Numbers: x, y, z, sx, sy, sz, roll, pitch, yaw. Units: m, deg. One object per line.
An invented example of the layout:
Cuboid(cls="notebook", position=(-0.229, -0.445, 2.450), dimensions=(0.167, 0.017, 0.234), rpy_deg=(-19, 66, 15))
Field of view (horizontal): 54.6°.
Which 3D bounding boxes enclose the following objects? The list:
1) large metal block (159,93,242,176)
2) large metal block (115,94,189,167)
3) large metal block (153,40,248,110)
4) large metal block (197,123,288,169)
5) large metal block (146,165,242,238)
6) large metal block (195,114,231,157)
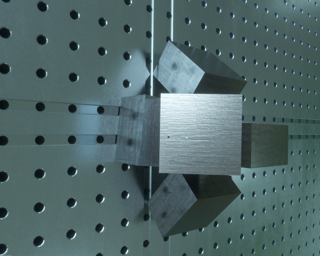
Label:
Cuboid(cls="large metal block", position=(0.042, 0.006, 0.332), dimensions=(0.080, 0.050, 0.080), rpy_deg=(1, 90, 5))
Cuboid(cls="large metal block", position=(-0.005, 0.006, 0.388), dimensions=(0.081, 0.050, 0.080), rpy_deg=(9, 85, -40))
Cuboid(cls="large metal block", position=(0.051, -0.066, 0.405), dimensions=(0.081, 0.080, 0.050), rpy_deg=(3, 127, -40))
Cuboid(cls="large metal block", position=(0.105, 0.020, 0.395), dimensions=(0.081, 0.080, 0.050), rpy_deg=(2, 89, -40))
Cuboid(cls="large metal block", position=(0.042, 0.091, 0.401), dimensions=(0.081, 0.050, 0.080), rpy_deg=(3, 133, -40))
Cuboid(cls="large metal block", position=(0.061, 0.010, 0.442), dimensions=(0.081, 0.050, 0.080), rpy_deg=(4, 88, -40))
